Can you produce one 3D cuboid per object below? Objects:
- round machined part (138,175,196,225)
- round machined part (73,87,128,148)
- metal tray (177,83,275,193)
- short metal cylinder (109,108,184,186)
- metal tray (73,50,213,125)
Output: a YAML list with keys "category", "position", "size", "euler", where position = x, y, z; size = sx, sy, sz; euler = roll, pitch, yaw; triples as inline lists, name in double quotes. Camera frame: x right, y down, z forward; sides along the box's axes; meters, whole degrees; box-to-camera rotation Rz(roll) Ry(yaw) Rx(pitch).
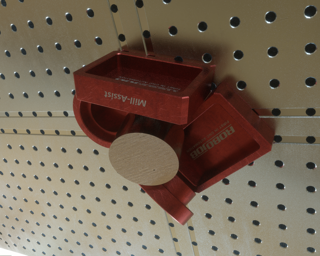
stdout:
- category: "round machined part"
  position: [0.010, 0.082, 0.422]
  size: [0.098, 0.042, 0.098]
  euler: [43, 173, 7]
- category: "round machined part"
  position: [-0.064, -0.023, 0.418]
  size: [0.098, 0.042, 0.097]
  euler: [13, 124, 20]
- category: "metal tray"
  position: [0.061, 0.018, 0.385]
  size: [0.090, 0.030, 0.129]
  euler: [45, 129, -4]
- category: "short metal cylinder"
  position: [-0.014, 0.022, 0.367]
  size: [0.080, 0.050, 0.079]
  euler: [6, 128, 8]
- category: "metal tray"
  position: [-0.016, -0.050, 0.345]
  size: [0.130, 0.090, 0.030]
  euler: [14, 124, 19]
